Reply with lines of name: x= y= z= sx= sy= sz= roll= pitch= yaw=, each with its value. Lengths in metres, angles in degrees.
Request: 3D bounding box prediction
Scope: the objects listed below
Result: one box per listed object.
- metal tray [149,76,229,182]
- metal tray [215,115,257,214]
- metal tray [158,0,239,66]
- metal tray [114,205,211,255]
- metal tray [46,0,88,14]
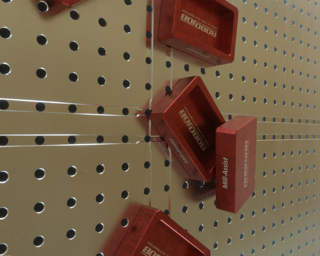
metal tray: x=0.052 y=0.002 z=0.447 sx=0.090 sy=0.030 sz=0.130 roll=-49 pitch=119 yaw=-28
metal tray: x=0.118 y=0.053 z=0.475 sx=0.091 sy=0.030 sz=0.129 roll=-24 pitch=116 yaw=-52
metal tray: x=0.061 y=-0.153 z=0.454 sx=0.131 sy=0.030 sz=0.090 roll=11 pitch=83 yaw=-39
metal tray: x=0.006 y=0.174 z=0.409 sx=0.130 sy=0.030 sz=0.090 roll=46 pitch=63 yaw=-30
metal tray: x=-0.081 y=-0.193 z=0.336 sx=0.131 sy=0.030 sz=0.090 roll=-42 pitch=115 yaw=-32
